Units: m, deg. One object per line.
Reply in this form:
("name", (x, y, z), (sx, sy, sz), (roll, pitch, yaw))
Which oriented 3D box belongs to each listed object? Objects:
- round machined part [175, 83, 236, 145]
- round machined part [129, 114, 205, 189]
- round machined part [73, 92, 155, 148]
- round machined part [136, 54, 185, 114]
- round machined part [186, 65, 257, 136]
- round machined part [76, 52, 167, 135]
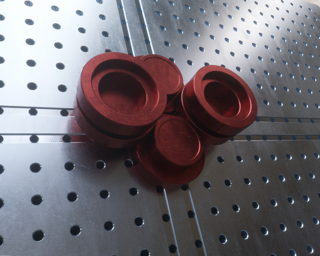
("round machined part", (0.064, -0.019, 0.442), (0.099, 0.042, 0.098), (13, 56, -21))
("round machined part", (0.015, 0.024, 0.389), (0.099, 0.042, 0.098), (13, 56, -21))
("round machined part", (-0.056, -0.019, 0.378), (0.099, 0.042, 0.098), (13, 56, -21))
("round machined part", (-0.007, -0.063, 0.431), (0.099, 0.042, 0.098), (13, 56, -21))
("round machined part", (0.078, -0.033, 0.417), (0.099, 0.042, 0.098), (13, 56, -21))
("round machined part", (-0.045, -0.035, 0.352), (0.099, 0.042, 0.098), (13, 56, -21))
